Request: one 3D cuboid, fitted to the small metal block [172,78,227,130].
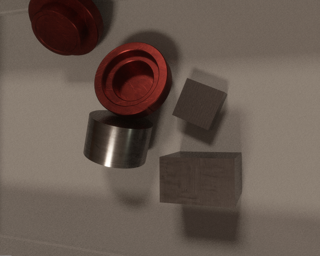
[{"bbox_3d":[0.051,-0.030,0.392,0.050,0.025,0.050,24,98,18],"label":"small metal block"}]

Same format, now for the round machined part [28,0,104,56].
[{"bbox_3d":[-0.130,-0.137,0.415,0.098,0.098,0.042,1,49,19],"label":"round machined part"}]

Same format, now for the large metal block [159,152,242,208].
[{"bbox_3d":[0.051,0.056,0.363,0.080,0.080,0.050,0,90,19],"label":"large metal block"}]

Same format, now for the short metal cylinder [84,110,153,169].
[{"bbox_3d":[-0.053,0.012,0.395,0.080,0.080,0.050,17,105,19],"label":"short metal cylinder"}]

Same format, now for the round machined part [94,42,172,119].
[{"bbox_3d":[-0.031,-0.058,0.404,0.098,0.042,0.098,-4,75,16],"label":"round machined part"}]
